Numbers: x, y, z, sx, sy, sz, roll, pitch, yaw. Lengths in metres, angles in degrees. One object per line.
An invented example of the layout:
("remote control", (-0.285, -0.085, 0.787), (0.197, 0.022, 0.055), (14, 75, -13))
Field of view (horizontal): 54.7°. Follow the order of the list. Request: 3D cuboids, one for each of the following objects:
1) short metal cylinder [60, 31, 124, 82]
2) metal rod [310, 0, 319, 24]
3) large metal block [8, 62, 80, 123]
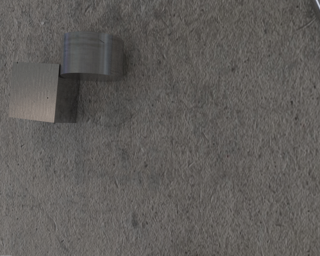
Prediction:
("short metal cylinder", (-0.089, -0.092, 0.411), (0.080, 0.080, 0.050), (2, 91, 20))
("metal rod", (0.183, -0.140, 0.344), (0.025, 0.025, 0.299), (-21, 83, 19))
("large metal block", (-0.169, -0.051, 0.455), (0.080, 0.050, 0.079), (7, 92, 19))
